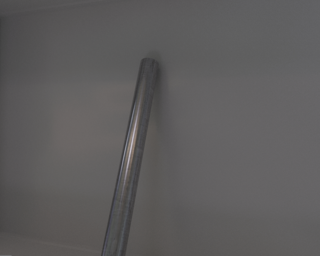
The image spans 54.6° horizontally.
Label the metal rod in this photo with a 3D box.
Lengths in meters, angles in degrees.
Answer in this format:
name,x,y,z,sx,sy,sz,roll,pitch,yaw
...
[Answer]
name,x,y,z,sx,sy,sz,roll,pitch,yaw
metal rod,-0.035,0.049,0.359,0.025,0.025,0.299,0,65,20
